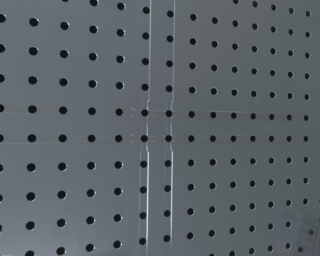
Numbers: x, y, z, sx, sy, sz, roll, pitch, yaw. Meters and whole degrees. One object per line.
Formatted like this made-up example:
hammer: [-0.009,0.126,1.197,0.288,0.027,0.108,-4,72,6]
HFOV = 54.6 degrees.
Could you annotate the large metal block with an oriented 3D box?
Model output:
large metal block: [0.270,0.197,0.498,0.080,0.050,0.080,22,83,-19]
